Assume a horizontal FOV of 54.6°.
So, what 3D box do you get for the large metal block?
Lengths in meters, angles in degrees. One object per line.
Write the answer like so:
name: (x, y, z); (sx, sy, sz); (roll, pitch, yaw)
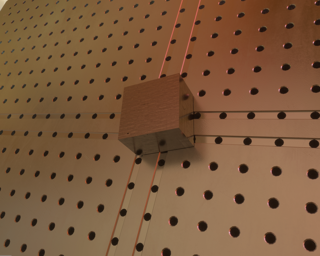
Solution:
large metal block: (-0.003, -0.016, 0.403); (0.080, 0.050, 0.080); (-11, 57, 22)
